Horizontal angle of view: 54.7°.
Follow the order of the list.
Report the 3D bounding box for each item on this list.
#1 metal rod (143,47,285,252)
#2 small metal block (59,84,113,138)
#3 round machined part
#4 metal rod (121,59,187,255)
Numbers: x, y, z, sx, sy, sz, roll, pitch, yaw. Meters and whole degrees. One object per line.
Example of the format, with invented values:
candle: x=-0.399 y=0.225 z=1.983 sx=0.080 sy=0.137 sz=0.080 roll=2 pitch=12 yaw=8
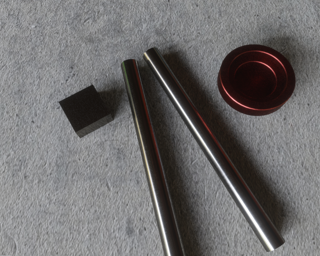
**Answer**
metal rod: x=0.060 y=0.015 z=0.403 sx=0.025 sy=0.025 sz=0.299 roll=-28 pitch=73 yaw=-10
small metal block: x=-0.099 y=-0.022 z=0.416 sx=0.050 sy=0.025 sz=0.050 roll=-30 pitch=73 yaw=-11
round machined part: x=0.127 y=-0.061 z=0.422 sx=0.099 sy=0.042 sz=0.098 roll=0 pitch=70 yaw=0
metal rod: x=-0.008 y=0.045 z=0.391 sx=0.025 sy=0.025 sz=0.299 roll=-13 pitch=71 yaw=-5
